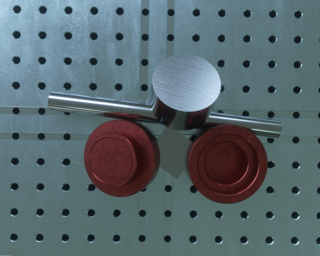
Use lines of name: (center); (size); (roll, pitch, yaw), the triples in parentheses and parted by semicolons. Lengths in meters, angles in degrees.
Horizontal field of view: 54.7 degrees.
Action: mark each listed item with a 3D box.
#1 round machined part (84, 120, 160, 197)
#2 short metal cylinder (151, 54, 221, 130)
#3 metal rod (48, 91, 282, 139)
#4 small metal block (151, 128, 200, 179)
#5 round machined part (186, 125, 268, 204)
round machined part: (-0.053, 0.038, 0.388); (0.098, 0.042, 0.097); (0, 91, 18)
short metal cylinder: (0.030, -0.044, 0.383); (0.081, 0.050, 0.080); (2, 65, -3)
metal rod: (0.007, -0.017, 0.410); (0.302, 0.025, 0.025); (7, 90, 0)
small metal block: (0.017, 0.031, 0.410); (0.050, 0.025, 0.050); (36, 90, 0)
round machined part: (0.083, 0.044, 0.400); (0.099, 0.042, 0.097); (0, 92, -3)
